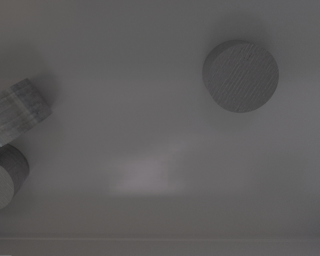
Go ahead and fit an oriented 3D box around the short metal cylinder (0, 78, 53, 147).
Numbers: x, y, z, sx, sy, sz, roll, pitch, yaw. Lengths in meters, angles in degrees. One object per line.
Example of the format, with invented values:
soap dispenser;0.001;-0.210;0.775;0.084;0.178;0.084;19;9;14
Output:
short metal cylinder;-0.180;-0.018;0.374;0.080;0.080;0.050;-28;108;10

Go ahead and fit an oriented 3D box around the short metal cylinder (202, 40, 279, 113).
short metal cylinder;0.095;-0.064;0.375;0.081;0.050;0.079;0;110;0

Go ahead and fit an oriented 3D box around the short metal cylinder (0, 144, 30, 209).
short metal cylinder;-0.228;0.065;0.420;0.081;0.050;0.079;0;110;0
